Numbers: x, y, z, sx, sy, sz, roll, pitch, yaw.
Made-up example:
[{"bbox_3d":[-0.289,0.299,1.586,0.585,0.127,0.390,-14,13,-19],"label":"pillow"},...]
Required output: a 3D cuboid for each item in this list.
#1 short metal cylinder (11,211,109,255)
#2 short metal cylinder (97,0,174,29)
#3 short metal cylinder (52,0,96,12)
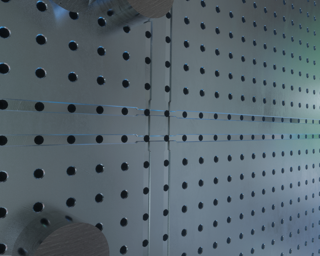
[{"bbox_3d":[-0.099,0.129,0.310,0.081,0.050,0.079,0,90,-40],"label":"short metal cylinder"},{"bbox_3d":[-0.029,-0.164,0.368,0.081,0.050,0.079,0,90,-40],"label":"short metal cylinder"},{"bbox_3d":[-0.085,-0.163,0.301,0.080,0.080,0.050,52,60,-28],"label":"short metal cylinder"}]
